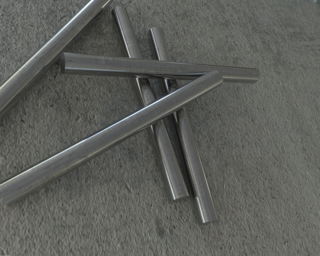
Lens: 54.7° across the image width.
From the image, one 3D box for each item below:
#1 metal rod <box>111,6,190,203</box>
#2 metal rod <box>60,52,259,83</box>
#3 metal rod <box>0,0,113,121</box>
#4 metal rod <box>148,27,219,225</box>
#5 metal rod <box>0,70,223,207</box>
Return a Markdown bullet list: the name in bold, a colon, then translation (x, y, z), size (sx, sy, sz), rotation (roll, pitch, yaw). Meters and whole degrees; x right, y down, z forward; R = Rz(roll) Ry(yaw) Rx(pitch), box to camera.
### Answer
- **metal rod**: translation (-0.020, -0.047, 0.421), size (0.025, 0.025, 0.299), rotation (-4, 64, -30)
- **metal rod**: translation (0.020, -0.079, 0.429), size (0.303, 0.025, 0.025), rotation (-2, 63, -29)
- **metal rod**: translation (-0.135, -0.098, 0.390), size (0.025, 0.025, 0.301), rotation (32, 52, -8)
- **metal rod**: translation (0.025, -0.020, 0.428), size (0.025, 0.025, 0.299), rotation (0, 62, -28)
- **metal rod**: translation (-0.034, -0.004, 0.362), size (0.302, 0.025, 0.025), rotation (-31, 79, -30)
